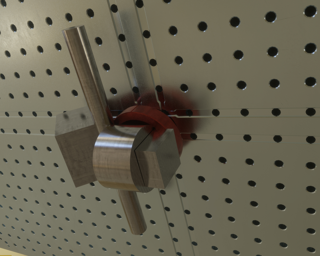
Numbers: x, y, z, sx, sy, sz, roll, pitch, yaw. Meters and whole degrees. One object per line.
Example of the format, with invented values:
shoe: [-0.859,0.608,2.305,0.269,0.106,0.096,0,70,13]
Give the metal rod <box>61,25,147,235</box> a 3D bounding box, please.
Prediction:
metal rod: [-0.064,0.021,0.402,0.025,0.025,0.298,1,119,27]

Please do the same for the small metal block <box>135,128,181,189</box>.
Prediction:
small metal block: [-0.001,0.034,0.361,0.025,0.050,0.050,1,119,27]

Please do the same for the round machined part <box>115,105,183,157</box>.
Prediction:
round machined part: [-0.015,0.013,0.413,0.098,0.042,0.097,13,124,20]

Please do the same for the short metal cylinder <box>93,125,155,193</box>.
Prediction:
short metal cylinder: [-0.036,0.036,0.376,0.050,0.080,0.079,1,119,27]

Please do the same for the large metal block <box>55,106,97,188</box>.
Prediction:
large metal block: [-0.108,0.023,0.437,0.050,0.080,0.079,-18,116,-9]
